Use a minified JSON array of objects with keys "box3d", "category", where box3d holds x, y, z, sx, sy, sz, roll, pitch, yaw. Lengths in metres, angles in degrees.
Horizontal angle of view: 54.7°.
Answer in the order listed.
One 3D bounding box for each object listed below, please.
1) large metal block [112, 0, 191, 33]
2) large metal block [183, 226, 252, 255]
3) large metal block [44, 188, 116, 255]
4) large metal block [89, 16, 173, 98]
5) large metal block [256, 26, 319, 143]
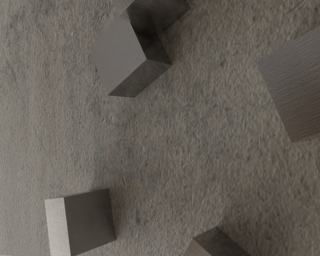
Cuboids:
[{"box3d":[-0.018,-0.174,0.382,0.050,0.081,0.080,-33,70,35],"category":"large metal block"},{"box3d":[0.063,0.170,0.336,0.080,0.050,0.079,35,112,34],"category":"large metal block"},{"box3d":[-0.118,0.139,0.464,0.050,0.081,0.080,-15,80,39],"category":"large metal block"},{"box3d":[-0.042,-0.098,0.421,0.080,0.050,0.080,-36,68,34],"category":"large metal block"},{"box3d":[0.144,-0.039,0.269,0.080,0.050,0.080,-29,72,36],"category":"large metal block"}]
